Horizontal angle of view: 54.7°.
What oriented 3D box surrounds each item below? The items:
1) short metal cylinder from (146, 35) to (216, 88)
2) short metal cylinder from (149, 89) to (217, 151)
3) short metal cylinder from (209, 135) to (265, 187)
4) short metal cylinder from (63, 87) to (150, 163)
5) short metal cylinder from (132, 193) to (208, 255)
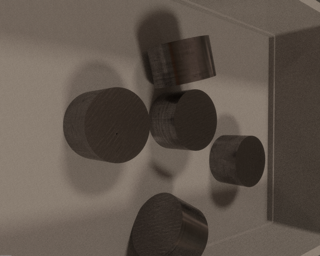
[{"bbox_3d":[0.027,-0.084,0.396,0.081,0.080,0.050,-21,104,-38],"label":"short metal cylinder"},{"bbox_3d":[0.032,-0.010,0.419,0.081,0.050,0.079,0,90,-40],"label":"short metal cylinder"},{"bbox_3d":[0.125,0.051,0.498,0.081,0.050,0.079,0,90,-40],"label":"short metal cylinder"},{"bbox_3d":[-0.058,-0.003,0.343,0.081,0.050,0.079,0,90,-40],"label":"short metal cylinder"},{"bbox_3d":[0.012,0.127,0.383,0.050,0.080,0.080,37,67,-34],"label":"short metal cylinder"}]
